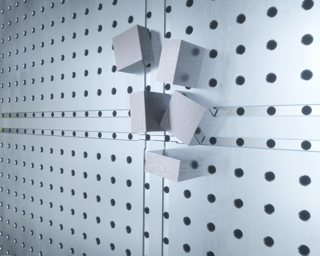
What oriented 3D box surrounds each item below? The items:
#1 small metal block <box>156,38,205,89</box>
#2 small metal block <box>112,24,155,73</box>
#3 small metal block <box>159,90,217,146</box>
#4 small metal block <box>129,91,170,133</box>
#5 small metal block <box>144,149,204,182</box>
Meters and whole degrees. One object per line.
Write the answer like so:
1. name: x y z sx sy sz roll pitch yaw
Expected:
1. small metal block: 0.025 -0.076 0.371 0.025 0.050 0.050 18 102 38
2. small metal block: -0.038 -0.111 0.439 0.050 0.025 0.050 -15 81 38
3. small metal block: 0.034 -0.013 0.380 0.050 0.025 0.050 35 112 33
4. small metal block: -0.011 -0.020 0.401 0.025 0.050 0.050 -6 87 40
5. small metal block: 0.018 0.044 0.377 0.050 0.050 0.025 12 98 39
